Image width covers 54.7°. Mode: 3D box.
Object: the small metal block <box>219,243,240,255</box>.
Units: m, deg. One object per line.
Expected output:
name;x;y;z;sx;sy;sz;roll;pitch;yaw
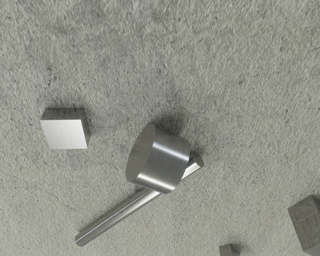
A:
small metal block;0.144;0.269;0.622;0.025;0.050;0.050;-26;126;20

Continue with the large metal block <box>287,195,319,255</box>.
large metal block;0.273;0.171;0.520;0.080;0.080;0.050;28;125;-22

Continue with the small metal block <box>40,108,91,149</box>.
small metal block;-0.122;0.001;0.407;0.050;0.025;0.050;-1;130;0

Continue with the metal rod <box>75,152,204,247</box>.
metal rod;-0.048;0.129;0.516;0.025;0.025;0.299;36;121;-27

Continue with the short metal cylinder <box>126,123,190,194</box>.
short metal cylinder;-0.004;0.040;0.406;0.050;0.080;0.080;24;126;-19
